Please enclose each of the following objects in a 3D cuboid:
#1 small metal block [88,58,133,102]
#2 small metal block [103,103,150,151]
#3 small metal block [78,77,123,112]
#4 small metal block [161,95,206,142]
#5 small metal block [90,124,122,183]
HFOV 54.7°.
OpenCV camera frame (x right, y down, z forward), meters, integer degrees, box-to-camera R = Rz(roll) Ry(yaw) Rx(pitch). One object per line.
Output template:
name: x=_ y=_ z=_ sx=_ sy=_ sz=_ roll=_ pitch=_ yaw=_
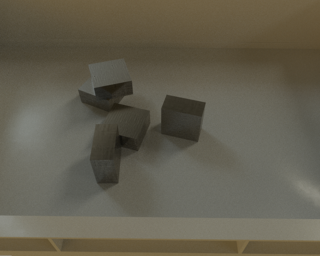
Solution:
small metal block: x=-0.068 y=-0.067 z=0.429 sx=0.050 sy=0.025 sz=0.050 roll=-13 pitch=51 yaw=-11
small metal block: x=-0.045 y=-0.002 z=0.406 sx=0.050 sy=0.025 sz=0.050 roll=13 pitch=51 yaw=11
small metal block: x=-0.081 y=-0.055 z=0.450 sx=0.050 sy=0.025 sz=0.050 roll=21 pitch=53 yaw=16
small metal block: x=0.029 y=-0.012 z=0.399 sx=0.050 sy=0.050 sz=0.025 roll=12 pitch=51 yaw=10
small metal block: x=-0.062 y=0.030 z=0.363 sx=0.025 sy=0.050 sz=0.050 roll=0 pitch=50 yaw=0
